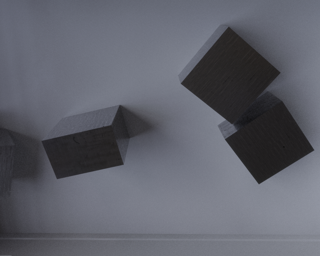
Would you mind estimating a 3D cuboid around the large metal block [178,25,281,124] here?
[{"bbox_3d":[0.080,-0.065,0.375,0.080,0.050,0.080,37,106,-13],"label":"large metal block"}]

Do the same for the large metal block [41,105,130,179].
[{"bbox_3d":[-0.087,0.014,0.386,0.080,0.080,0.050,-13,110,4],"label":"large metal block"}]

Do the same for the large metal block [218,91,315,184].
[{"bbox_3d":[0.135,0.012,0.404,0.080,0.050,0.080,-36,107,12],"label":"large metal block"}]

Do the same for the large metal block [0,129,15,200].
[{"bbox_3d":[-0.237,0.049,0.393,0.081,0.050,0.079,-2,115,-38],"label":"large metal block"}]
